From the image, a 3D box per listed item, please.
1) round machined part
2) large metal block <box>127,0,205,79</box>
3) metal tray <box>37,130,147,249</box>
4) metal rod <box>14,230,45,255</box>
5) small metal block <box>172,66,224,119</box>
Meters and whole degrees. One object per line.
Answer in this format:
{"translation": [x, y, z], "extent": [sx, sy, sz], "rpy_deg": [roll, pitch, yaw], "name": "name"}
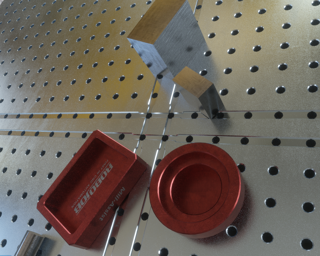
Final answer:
{"translation": [0.042, 0.068, 0.333], "extent": [0.098, 0.042, 0.098], "rpy_deg": [-13, 56, 20], "name": "round machined part"}
{"translation": [0.012, -0.127, 0.444], "extent": [0.050, 0.080, 0.080], "rpy_deg": [25, 76, 36], "name": "large metal block"}
{"translation": [-0.089, 0.075, 0.403], "extent": [0.090, 0.030, 0.130], "rpy_deg": [28, 77, 37], "name": "metal tray"}
{"translation": [-0.217, 0.269, 0.354], "extent": [0.025, 0.025, 0.300], "rpy_deg": [10, 66, 32], "name": "metal rod"}
{"translation": [0.049, -0.045, 0.393], "extent": [0.025, 0.050, 0.050], "rpy_deg": [-45, 51, -3], "name": "small metal block"}
